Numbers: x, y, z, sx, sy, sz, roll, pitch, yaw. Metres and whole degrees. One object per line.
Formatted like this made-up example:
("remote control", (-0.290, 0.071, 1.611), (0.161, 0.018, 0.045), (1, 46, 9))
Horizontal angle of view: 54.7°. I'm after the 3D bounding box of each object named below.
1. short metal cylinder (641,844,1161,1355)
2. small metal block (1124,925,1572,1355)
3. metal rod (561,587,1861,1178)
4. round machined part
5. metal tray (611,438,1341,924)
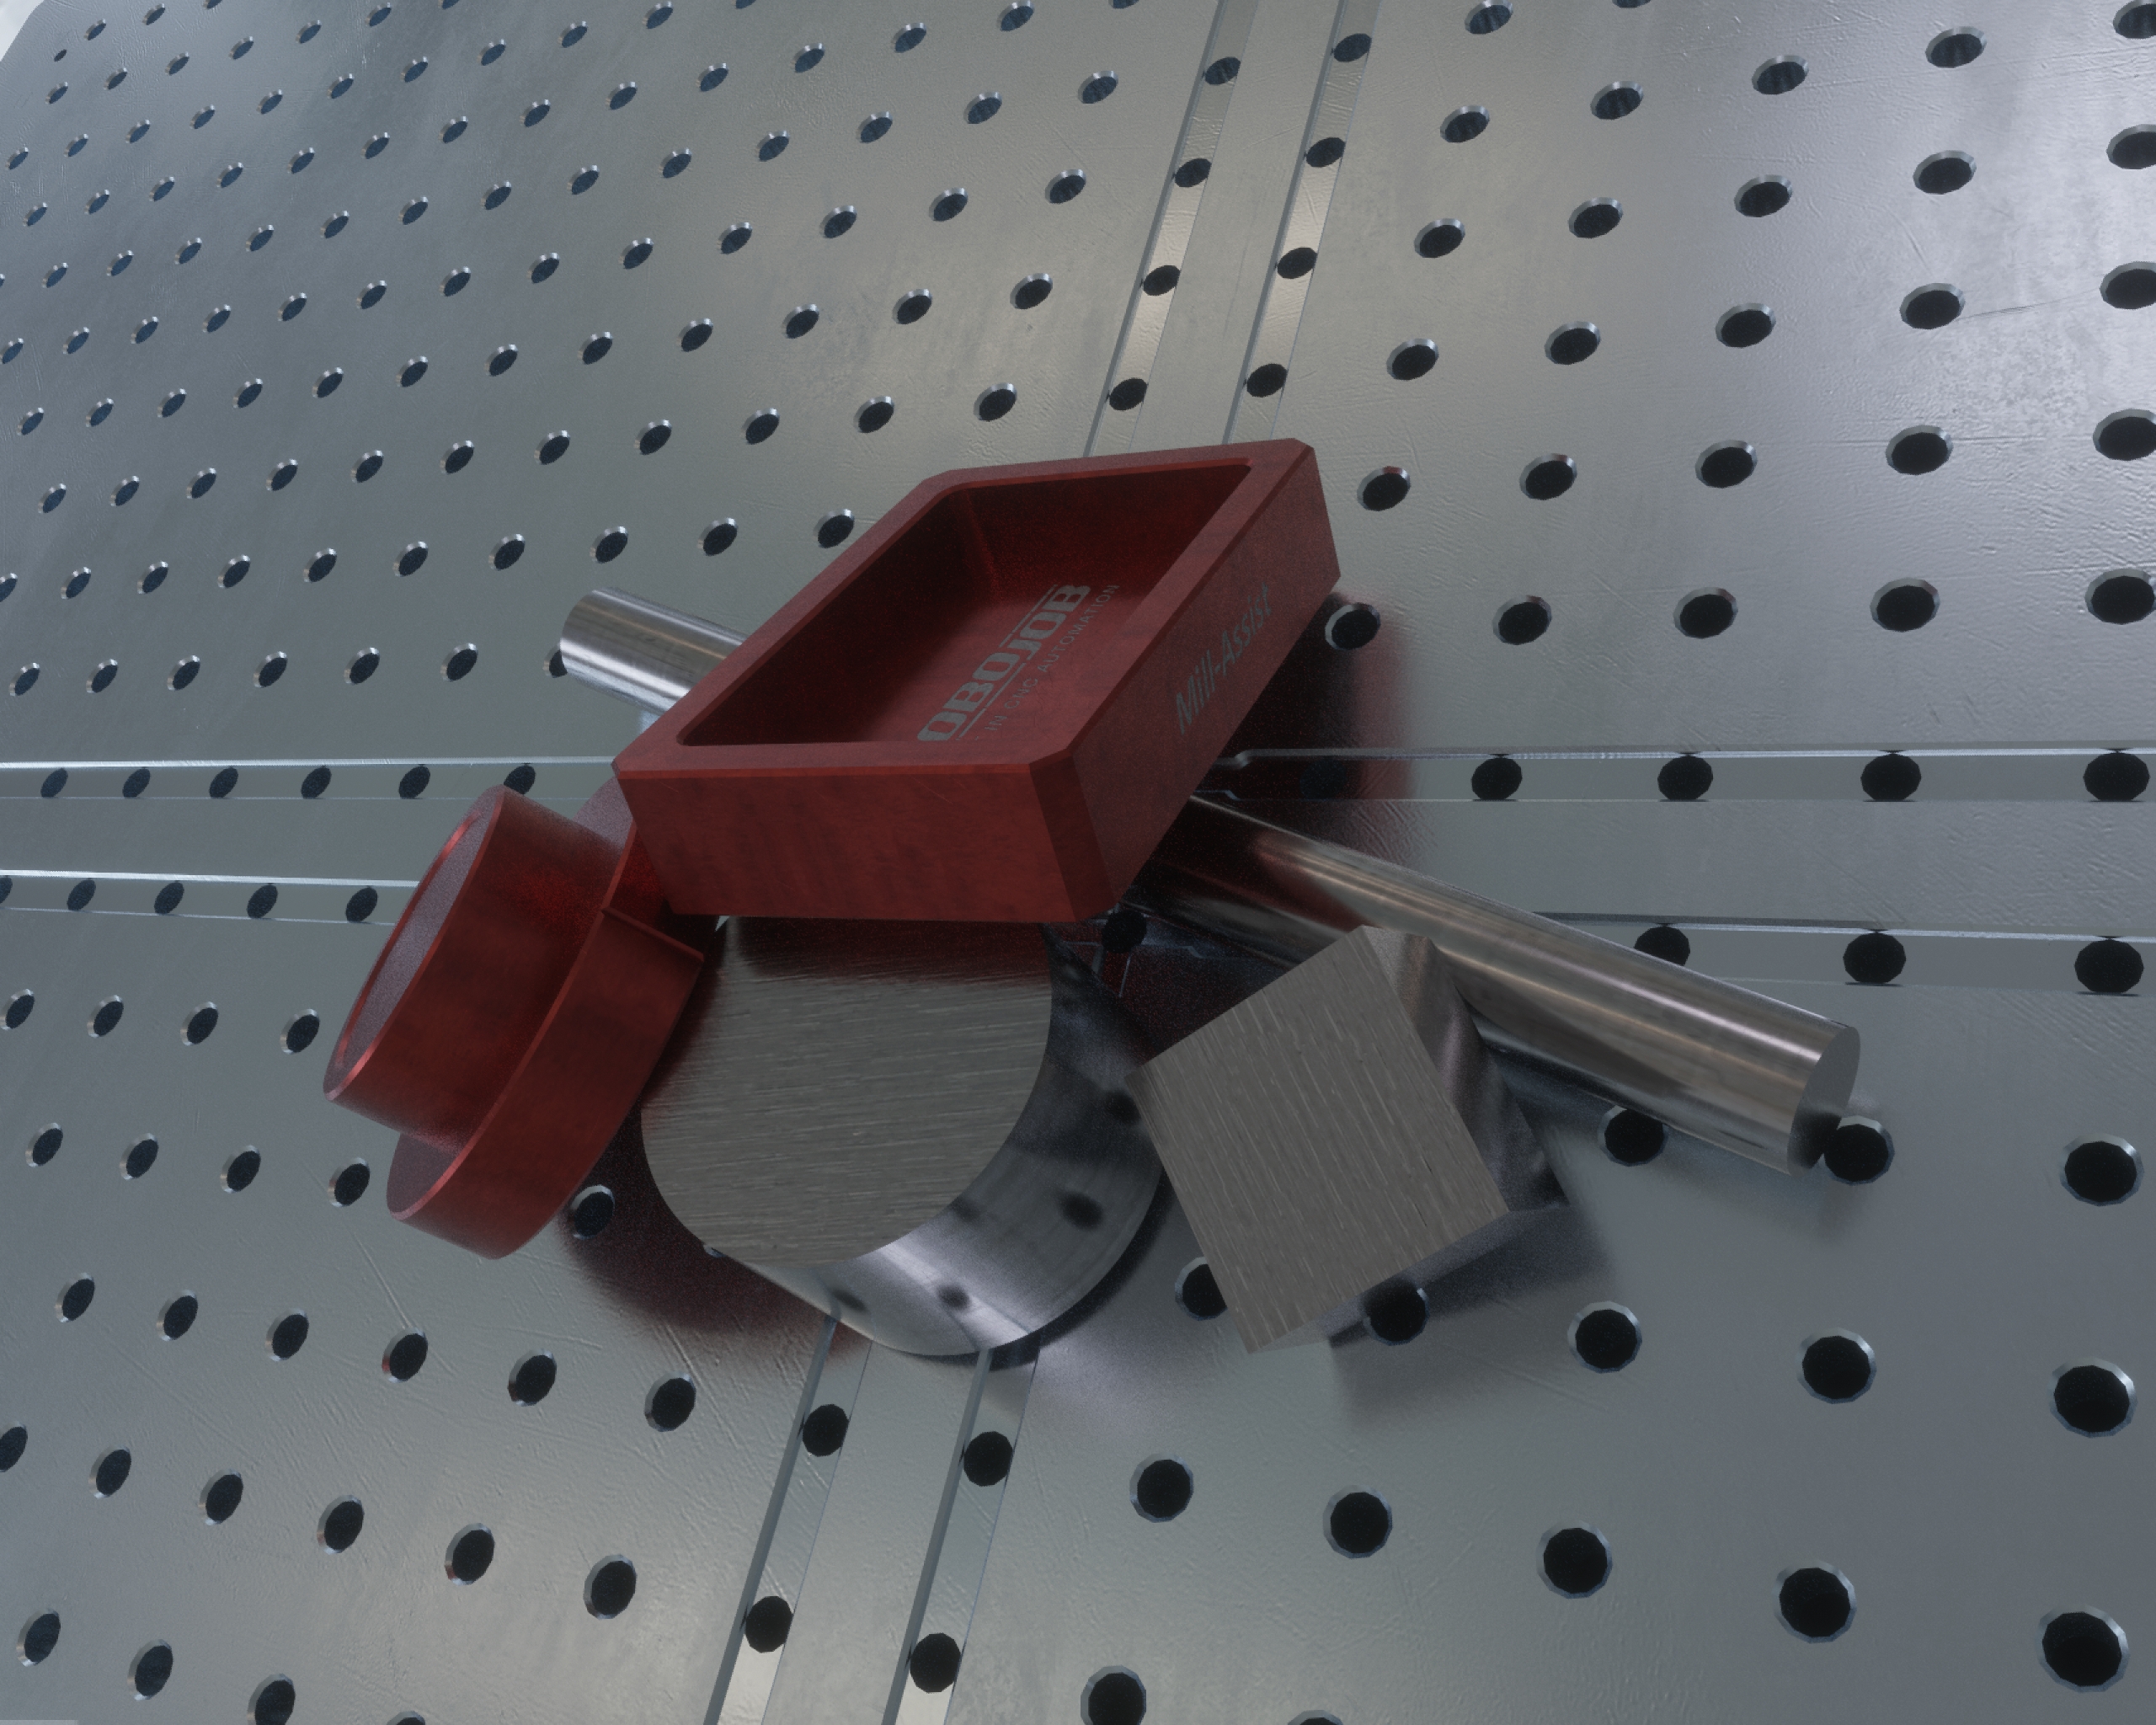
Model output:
("short metal cylinder", (-0.030, 0.043, 0.377), (0.080, 0.050, 0.080), (-13, 56, 21))
("small metal block", (0.043, 0.045, 0.339), (0.050, 0.025, 0.050), (-36, 66, 25))
("metal rod", (0.001, -0.008, 0.408), (0.300, 0.025, 0.025), (22, 73, 36))
("round machined part", (-0.111, 0.024, 0.406), (0.098, 0.042, 0.098), (-47, 25, 30))
("metal tray", (-0.014, -0.038, 0.393), (0.090, 0.030, 0.131), (0, 33, 27))
